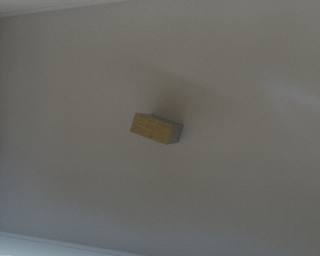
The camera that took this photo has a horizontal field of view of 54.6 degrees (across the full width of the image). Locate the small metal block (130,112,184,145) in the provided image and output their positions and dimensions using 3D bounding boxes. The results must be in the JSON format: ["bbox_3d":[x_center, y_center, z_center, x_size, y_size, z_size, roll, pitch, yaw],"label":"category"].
[{"bbox_3d":[-0.003,0.000,0.399,0.050,0.050,0.025,19,97,19],"label":"small metal block"}]
